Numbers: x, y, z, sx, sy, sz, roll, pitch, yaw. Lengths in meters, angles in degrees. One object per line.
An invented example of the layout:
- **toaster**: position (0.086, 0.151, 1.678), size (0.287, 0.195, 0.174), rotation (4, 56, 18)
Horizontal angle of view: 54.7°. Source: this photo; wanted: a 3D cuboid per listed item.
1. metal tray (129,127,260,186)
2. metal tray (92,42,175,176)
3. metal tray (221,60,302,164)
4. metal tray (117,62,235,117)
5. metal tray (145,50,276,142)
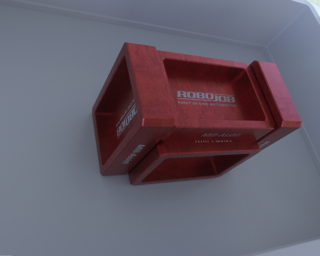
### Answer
- **metal tray**: position (0.037, 0.033, 0.360), size (0.131, 0.090, 0.030), rotation (0, 61, -28)
- **metal tray**: position (-0.036, -0.013, 0.325), size (0.030, 0.129, 0.090), rotation (1, 62, -28)
- **metal tray**: position (0.108, -0.013, 0.401), size (0.030, 0.129, 0.090), rotation (1, 62, -28)
- **metal tray**: position (0.018, -0.046, 0.398), size (0.131, 0.090, 0.030), rotation (0, 63, -28)
- **metal tray**: position (0.053, -0.032, 0.332), size (0.131, 0.030, 0.090), rotation (1, 61, -28)
